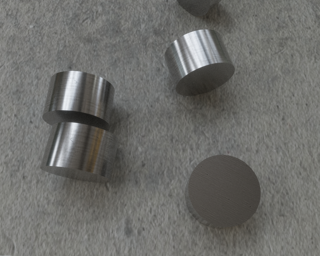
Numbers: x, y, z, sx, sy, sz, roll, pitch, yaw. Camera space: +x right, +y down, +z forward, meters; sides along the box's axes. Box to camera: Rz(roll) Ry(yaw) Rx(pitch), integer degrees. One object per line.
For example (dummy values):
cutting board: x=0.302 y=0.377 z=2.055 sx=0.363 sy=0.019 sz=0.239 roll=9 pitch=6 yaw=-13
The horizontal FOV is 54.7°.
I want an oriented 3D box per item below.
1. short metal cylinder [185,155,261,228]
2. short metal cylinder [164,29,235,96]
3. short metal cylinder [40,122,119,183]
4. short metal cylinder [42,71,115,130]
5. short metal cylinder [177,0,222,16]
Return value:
short metal cylinder: x=0.072 y=0.077 z=0.368 sx=0.081 sy=0.050 sz=0.080 roll=0 pitch=70 yaw=0
short metal cylinder: x=0.052 y=-0.084 z=0.410 sx=0.081 sy=0.080 sz=0.050 roll=-15 pitch=71 yaw=-6
short metal cylinder: x=-0.093 y=0.031 z=0.366 sx=0.080 sy=0.080 sz=0.050 roll=8 pitch=70 yaw=2
short metal cylinder: x=-0.100 y=-0.029 z=0.388 sx=0.081 sy=0.080 sz=0.050 roll=4 pitch=70 yaw=1
short metal cylinder: x=0.060 y=-0.215 z=0.459 sx=0.080 sy=0.080 sz=0.050 roll=42 pitch=75 yaw=13
